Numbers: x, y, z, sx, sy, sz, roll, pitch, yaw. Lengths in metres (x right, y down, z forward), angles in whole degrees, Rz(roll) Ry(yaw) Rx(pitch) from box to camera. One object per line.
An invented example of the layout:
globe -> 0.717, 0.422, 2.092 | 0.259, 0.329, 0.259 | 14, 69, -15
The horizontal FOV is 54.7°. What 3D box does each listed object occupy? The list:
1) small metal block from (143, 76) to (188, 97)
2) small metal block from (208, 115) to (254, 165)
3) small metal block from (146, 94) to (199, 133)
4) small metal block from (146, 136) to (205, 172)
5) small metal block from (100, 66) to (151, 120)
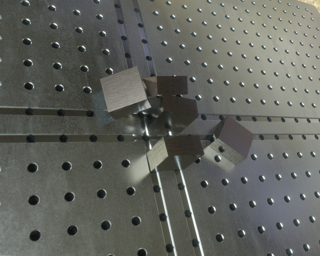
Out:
small metal block -> 0.002, -0.056, 0.424 | 0.050, 0.050, 0.025 | -7, 97, -36
small metal block -> 0.106, 0.018, 0.456 | 0.050, 0.025, 0.050 | 36, 51, -5
small metal block -> 0.015, -0.018, 0.413 | 0.050, 0.050, 0.025 | 8, 61, -25
small metal block -> 0.018, 0.032, 0.384 | 0.050, 0.050, 0.025 | 0, 62, -29
small metal block -> -0.044, -0.045, 0.397 | 0.050, 0.025, 0.050 | -19, 67, 3
